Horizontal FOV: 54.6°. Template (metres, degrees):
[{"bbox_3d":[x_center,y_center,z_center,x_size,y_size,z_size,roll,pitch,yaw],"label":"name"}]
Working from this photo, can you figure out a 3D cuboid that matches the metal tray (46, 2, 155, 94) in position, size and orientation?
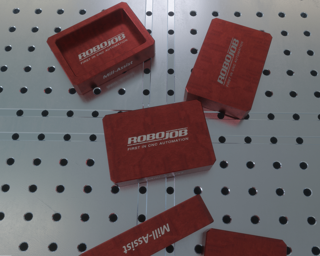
[{"bbox_3d":[-0.084,-0.118,0.451,0.131,0.030,0.090,-31,73,-11],"label":"metal tray"}]

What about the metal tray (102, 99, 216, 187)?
[{"bbox_3d":[-0.002,0.019,0.402,0.131,0.030,0.090,-10,70,-4],"label":"metal tray"}]

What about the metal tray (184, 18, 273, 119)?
[{"bbox_3d":[0.097,-0.087,0.441,0.090,0.030,0.130,19,71,7],"label":"metal tray"}]

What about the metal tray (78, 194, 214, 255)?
[{"bbox_3d":[-0.012,0.119,0.333,0.131,0.090,0.030,-25,72,-9],"label":"metal tray"}]

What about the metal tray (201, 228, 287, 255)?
[{"bbox_3d":[0.088,0.185,0.342,0.090,0.030,0.130,9,70,3],"label":"metal tray"}]
